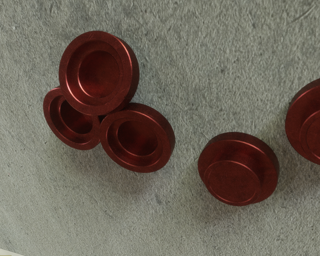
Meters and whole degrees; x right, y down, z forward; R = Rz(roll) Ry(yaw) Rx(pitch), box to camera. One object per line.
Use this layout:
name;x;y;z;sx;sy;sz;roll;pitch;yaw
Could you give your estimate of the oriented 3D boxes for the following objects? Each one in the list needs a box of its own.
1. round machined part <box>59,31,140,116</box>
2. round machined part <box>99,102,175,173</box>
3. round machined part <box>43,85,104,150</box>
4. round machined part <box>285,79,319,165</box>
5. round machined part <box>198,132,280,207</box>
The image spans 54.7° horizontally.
round machined part;-0.069;-0.064;0.377;0.098;0.042;0.097;1;94;20
round machined part;-0.027;0.009;0.411;0.098;0.042;0.097;10;125;15
round machined part;-0.114;-0.020;0.444;0.098;0.042;0.097;13;124;21
round machined part;0.175;0.001;0.304;0.098;0.042;0.097;13;124;21
round machined part;0.093;0.057;0.382;0.098;0.042;0.097;13;124;21
